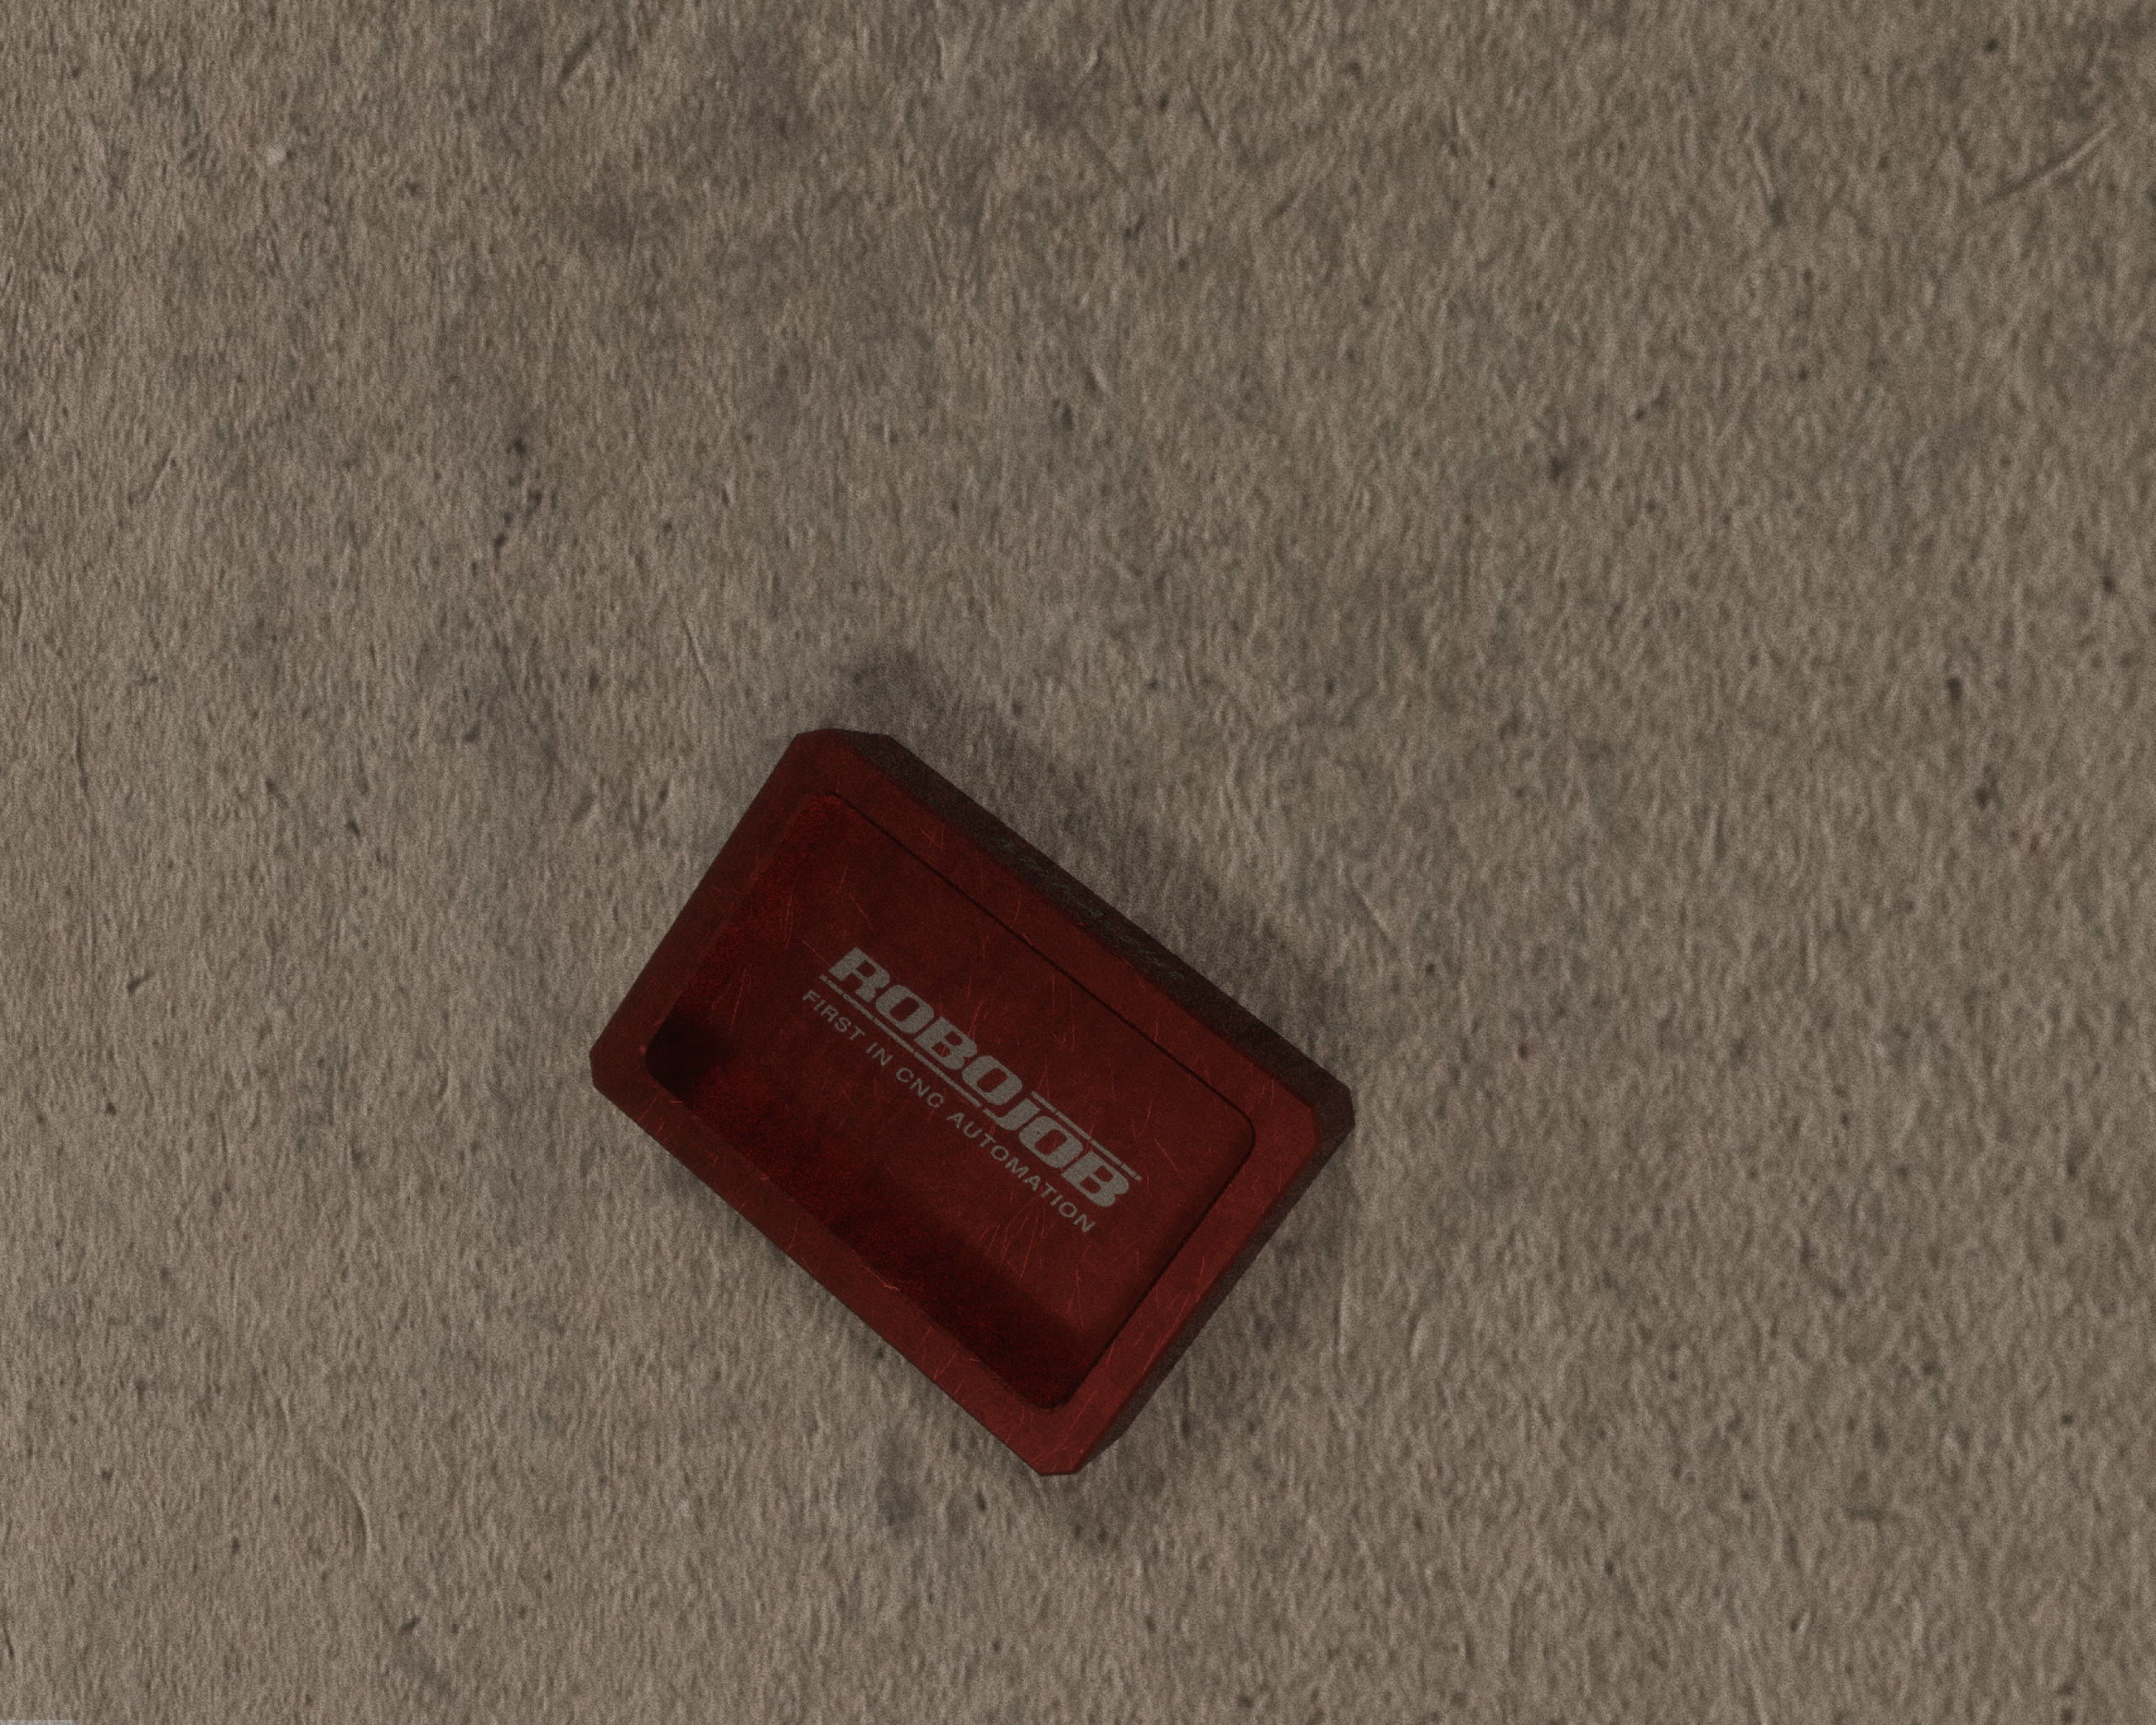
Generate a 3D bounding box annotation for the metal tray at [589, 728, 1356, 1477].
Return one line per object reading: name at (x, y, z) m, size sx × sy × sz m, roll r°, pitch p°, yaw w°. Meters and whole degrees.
metal tray at (-0.023, 0.045, 0.415) m, size 0.130 × 0.030 × 0.090 m, roll 38°, pitch 102°, yaw 15°
